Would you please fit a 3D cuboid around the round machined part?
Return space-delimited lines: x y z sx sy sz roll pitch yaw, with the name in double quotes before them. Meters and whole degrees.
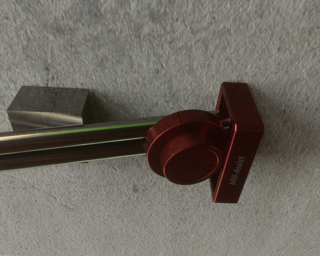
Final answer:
"round machined part" 0.034 0.029 0.359 0.099 0.042 0.097 -8 133 -8

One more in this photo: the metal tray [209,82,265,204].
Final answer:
"metal tray" 0.086 0.020 0.384 0.030 0.090 0.129 3 130 -3

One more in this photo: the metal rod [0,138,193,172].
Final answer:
"metal rod" -0.067 0.026 0.371 0.302 0.025 0.025 -6 131 -12

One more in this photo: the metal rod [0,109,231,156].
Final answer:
"metal rod" -0.065 0.005 0.353 0.302 0.025 0.025 -6 131 -12

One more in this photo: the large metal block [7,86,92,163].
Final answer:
"large metal block" -0.129 -0.003 0.383 0.081 0.050 0.079 2 130 -3
